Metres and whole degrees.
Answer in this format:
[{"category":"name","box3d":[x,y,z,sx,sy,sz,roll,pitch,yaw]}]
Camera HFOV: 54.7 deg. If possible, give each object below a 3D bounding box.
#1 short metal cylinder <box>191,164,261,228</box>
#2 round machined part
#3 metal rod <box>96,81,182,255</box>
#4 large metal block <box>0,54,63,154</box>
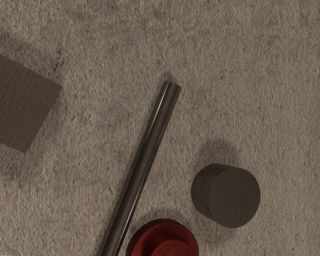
[{"category":"short metal cylinder","box3d":[0.091,0.092,0.431,0.081,0.050,0.079,0,90,-21]},{"category":"round machined part","box3d":[0.008,0.173,0.404,0.099,0.042,0.097,0,90,-21]},{"category":"metal rod","box3d":[-0.036,0.081,0.396,0.025,0.025,0.299,24,82,-19]},{"category":"large metal block","box3d":[-0.163,-0.027,0.336,0.080,0.050,0.080,28,81,-18]}]
